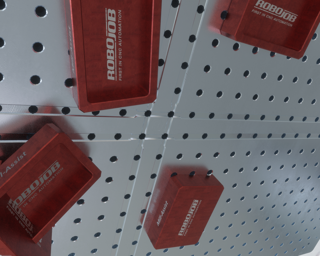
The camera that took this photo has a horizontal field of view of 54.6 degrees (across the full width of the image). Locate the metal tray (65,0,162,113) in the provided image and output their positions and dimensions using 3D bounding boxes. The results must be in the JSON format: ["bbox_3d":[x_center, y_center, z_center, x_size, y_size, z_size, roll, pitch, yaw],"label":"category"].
[{"bbox_3d":[-0.048,-0.085,0.328,0.091,0.030,0.129,-10,123,-23],"label":"metal tray"}]

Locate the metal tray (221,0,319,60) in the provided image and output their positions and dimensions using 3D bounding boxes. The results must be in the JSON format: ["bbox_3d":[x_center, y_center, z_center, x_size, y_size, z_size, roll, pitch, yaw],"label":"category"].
[{"bbox_3d":[0.151,-0.146,0.398,0.131,0.030,0.089,5,116,-31],"label":"metal tray"}]

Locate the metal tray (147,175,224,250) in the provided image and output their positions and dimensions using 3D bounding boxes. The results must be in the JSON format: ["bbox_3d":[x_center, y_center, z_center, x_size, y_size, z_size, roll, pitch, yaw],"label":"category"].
[{"bbox_3d":[0.042,0.140,0.517,0.091,0.030,0.129,6,116,-31],"label":"metal tray"}]

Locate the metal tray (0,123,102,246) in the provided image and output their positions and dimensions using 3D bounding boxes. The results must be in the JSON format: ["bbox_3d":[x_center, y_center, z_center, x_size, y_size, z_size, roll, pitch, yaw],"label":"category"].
[{"bbox_3d":[-0.139,0.070,0.345,0.130,0.030,0.090,-47,137,-17],"label":"metal tray"}]

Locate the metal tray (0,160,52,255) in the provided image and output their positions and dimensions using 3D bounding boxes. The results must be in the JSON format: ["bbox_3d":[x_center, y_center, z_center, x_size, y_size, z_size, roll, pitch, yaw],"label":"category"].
[{"bbox_3d":[-0.164,0.111,0.345,0.030,0.090,0.129,-19,127,-3],"label":"metal tray"}]
